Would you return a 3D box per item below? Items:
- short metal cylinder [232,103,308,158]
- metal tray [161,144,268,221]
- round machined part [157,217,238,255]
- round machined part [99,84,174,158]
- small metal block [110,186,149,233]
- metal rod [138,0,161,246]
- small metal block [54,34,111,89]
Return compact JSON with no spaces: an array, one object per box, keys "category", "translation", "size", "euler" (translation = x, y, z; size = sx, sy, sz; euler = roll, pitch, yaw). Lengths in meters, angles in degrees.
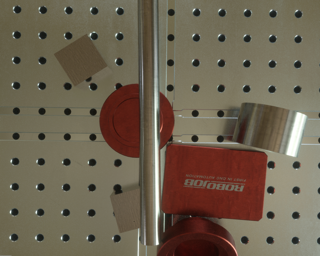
[{"category":"short metal cylinder","translation":[0.136,0.003,0.387],"size":[0.080,0.080,0.050],"euler":[14,90,0]},{"category":"metal tray","translation":[0.070,0.070,0.411],"size":[0.131,0.030,0.089],"euler":[5,90,0]},{"category":"round machined part","translation":[0.045,0.153,0.393],"size":[0.099,0.042,0.097],"euler":[1,117,1]},{"category":"round machined part","translation":[-0.030,-0.010,0.404],"size":[0.099,0.042,0.097],"euler":[0,90,0]},{"category":"small metal block","translation":[-0.034,0.106,0.413],"size":[0.050,0.025,0.050],"euler":[-15,90,0]},{"category":"metal rod","translation":[-0.013,-0.013,0.371],"size":[0.025,0.025,0.298],"euler":[-1,90,0]},{"category":"small metal block","translation":[-0.102,-0.088,0.412],"size":[0.050,0.025,0.050],"euler":[-32,90,0]}]
